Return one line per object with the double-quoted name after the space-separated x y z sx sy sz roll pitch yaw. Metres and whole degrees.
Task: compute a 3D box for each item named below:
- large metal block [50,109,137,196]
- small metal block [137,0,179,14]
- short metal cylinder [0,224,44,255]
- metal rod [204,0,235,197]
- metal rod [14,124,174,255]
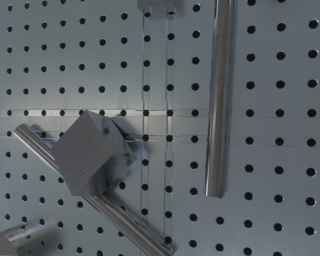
-0.091 0.036 0.421 0.080 0.050 0.080 -45 60 14 "large metal block"
-0.001 -0.182 0.413 0.050 0.025 0.050 3 91 19 "small metal block"
-0.231 0.197 0.481 0.080 0.050 0.079 0 90 20 "short metal cylinder"
0.075 -0.065 0.385 0.025 0.025 0.298 4 91 20 "metal rod"
-0.105 0.090 0.449 0.300 0.025 0.025 37 102 16 "metal rod"
